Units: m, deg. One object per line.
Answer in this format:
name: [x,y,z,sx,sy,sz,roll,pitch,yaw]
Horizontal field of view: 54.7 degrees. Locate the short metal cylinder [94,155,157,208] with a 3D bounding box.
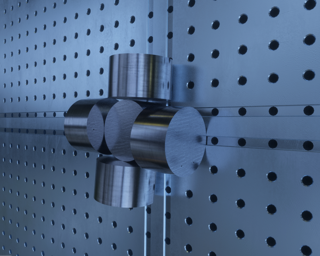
short metal cylinder: [-0.045,0.068,0.409,0.080,0.081,0.050,8,95,39]

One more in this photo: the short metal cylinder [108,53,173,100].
short metal cylinder: [-0.025,-0.062,0.394,0.080,0.081,0.050,4,92,40]

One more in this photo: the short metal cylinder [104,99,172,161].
short metal cylinder: [-0.029,0.003,0.418,0.080,0.050,0.080,0,90,38]

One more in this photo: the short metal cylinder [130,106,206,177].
short metal cylinder: [0.012,0.014,0.364,0.050,0.081,0.079,5,93,39]

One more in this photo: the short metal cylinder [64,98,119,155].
short metal cylinder: [-0.089,-0.003,0.447,0.050,0.081,0.079,2,92,39]
